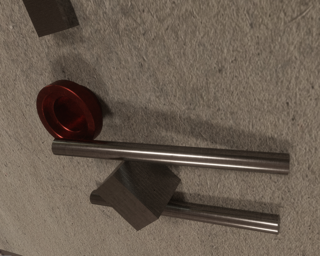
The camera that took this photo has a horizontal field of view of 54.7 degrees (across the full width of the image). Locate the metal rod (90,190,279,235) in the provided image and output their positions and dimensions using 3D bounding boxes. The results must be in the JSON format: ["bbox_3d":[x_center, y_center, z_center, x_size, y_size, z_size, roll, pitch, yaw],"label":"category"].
[{"bbox_3d":[0.020,0.123,0.470,0.301,0.025,0.025,1,119,27],"label":"metal rod"}]

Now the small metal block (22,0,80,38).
[{"bbox_3d":[-0.136,-0.146,0.387,0.050,0.025,0.050,-4,117,29],"label":"small metal block"}]

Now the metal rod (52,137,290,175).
[{"bbox_3d":[0.002,0.034,0.394,0.301,0.025,0.025,3,120,15],"label":"metal rod"}]

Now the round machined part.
[{"bbox_3d":[-0.123,-0.024,0.444,0.098,0.042,0.097,13,124,20],"label":"round machined part"}]

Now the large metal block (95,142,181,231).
[{"bbox_3d":[-0.028,0.081,0.434,0.080,0.080,0.050,45,129,-3],"label":"large metal block"}]
